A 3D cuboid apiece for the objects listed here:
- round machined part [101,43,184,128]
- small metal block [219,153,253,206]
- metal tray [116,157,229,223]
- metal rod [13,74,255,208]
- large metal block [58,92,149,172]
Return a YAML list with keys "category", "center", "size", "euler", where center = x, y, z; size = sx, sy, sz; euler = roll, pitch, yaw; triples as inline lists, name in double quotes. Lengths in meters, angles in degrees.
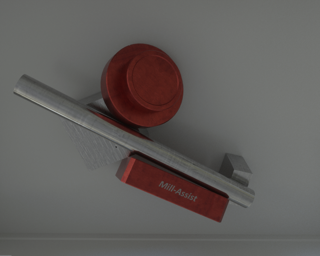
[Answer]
- category: "round machined part"
  center: [-0.014, -0.050, 0.354]
  size: [0.099, 0.042, 0.097]
  euler: [4, 82, -28]
- category: "small metal block"
  center: [0.099, 0.069, 0.423]
  size: [0.025, 0.050, 0.050]
  euler: [14, 110, -5]
- category: "metal tray"
  center: [0.011, 0.076, 0.400]
  size: [0.131, 0.090, 0.030]
  euler: [25, 81, -10]
- category: "metal rod"
  center: [-0.020, 0.021, 0.362]
  size: [0.301, 0.025, 0.025]
  euler: [27, 108, -10]
- category: "large metal block"
  center: [-0.067, -0.002, 0.394]
  size: [0.080, 0.050, 0.080]
  euler: [-21, 109, 7]
